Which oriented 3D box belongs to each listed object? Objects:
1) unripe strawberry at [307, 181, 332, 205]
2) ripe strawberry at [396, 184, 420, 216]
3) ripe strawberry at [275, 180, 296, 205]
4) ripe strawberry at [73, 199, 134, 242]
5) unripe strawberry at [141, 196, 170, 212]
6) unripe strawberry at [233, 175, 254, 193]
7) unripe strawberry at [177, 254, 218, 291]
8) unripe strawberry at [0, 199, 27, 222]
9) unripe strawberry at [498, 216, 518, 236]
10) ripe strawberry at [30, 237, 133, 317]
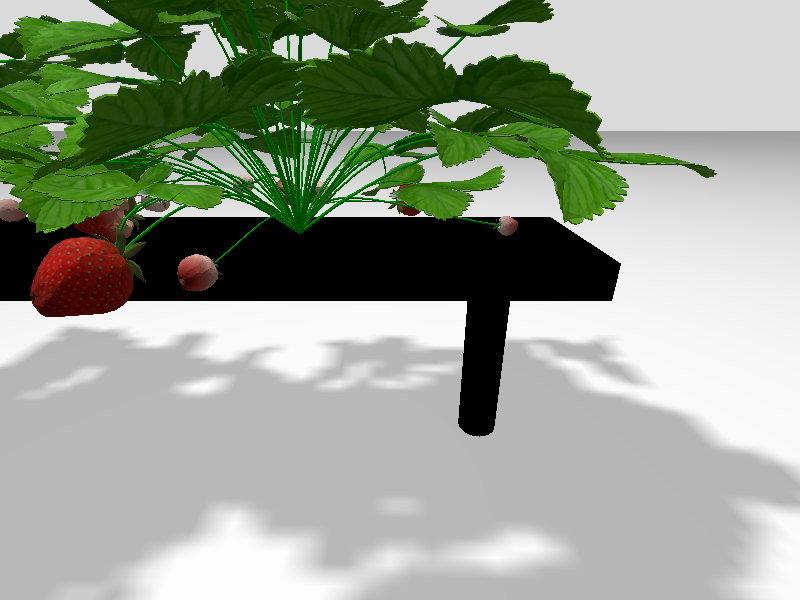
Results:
[{"bbox_3d":[-0.094,-0.125,0.466,0.031,0.028,0.028,-1,24,-2],"label":"unripe strawberry"},{"bbox_3d":[0.015,-0.107,0.423,0.036,0.035,0.033,-17,29,-34],"label":"ripe strawberry"},{"bbox_3d":[-0.136,-0.128,0.475,0.028,0.030,0.031,-8,25,-17],"label":"ripe strawberry"},{"bbox_3d":[-0.240,-0.067,0.325,0.041,0.040,0.045,-5,25,-9],"label":"ripe strawberry"},{"bbox_3d":[-0.261,-0.105,0.427,0.026,0.025,0.028,-16,14,32],"label":"unripe strawberry"},{"bbox_3d":[-0.213,-0.157,0.542,0.027,0.023,0.027,-14,27,-28],"label":"unripe strawberry"},{"bbox_3d":[-0.120,-0.015,0.236,0.021,0.022,0.023,6,26,12],"label":"unripe strawberry"},{"bbox_3d":[-0.387,-0.089,0.399,0.022,0.022,0.021,21,15,-26],"label":"unripe strawberry"},{"bbox_3d":[0.095,-0.065,0.352,0.017,0.017,0.016,1,25,1],"label":"unripe strawberry"},{"bbox_3d":[-0.162,-0.009,0.202,0.040,0.042,0.044,10,40,22],"label":"ripe strawberry"}]
